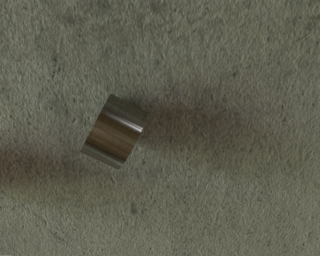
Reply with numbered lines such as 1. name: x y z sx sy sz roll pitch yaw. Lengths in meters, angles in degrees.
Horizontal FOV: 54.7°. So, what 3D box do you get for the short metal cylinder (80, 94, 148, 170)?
1. short metal cylinder: -0.056 0.004 0.381 0.050 0.080 0.080 28 108 -10
